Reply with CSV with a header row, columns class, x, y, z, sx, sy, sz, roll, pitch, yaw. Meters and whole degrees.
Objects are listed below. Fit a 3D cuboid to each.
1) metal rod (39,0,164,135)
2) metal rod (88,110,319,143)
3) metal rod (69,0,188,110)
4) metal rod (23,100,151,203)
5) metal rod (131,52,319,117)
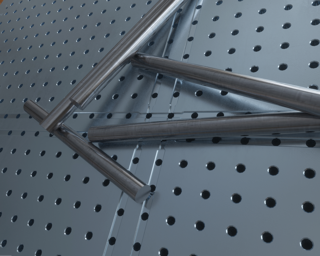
class,x,y,z,sx,sy,sz,roll,pitch,yaw
metal rod,-0.076,-0.109,0.495,0.025,0.025,0.300,29,72,37
metal rod,0.038,0.001,0.386,0.301,0.025,0.025,-4,60,25
metal rod,-0.027,-0.143,0.480,0.025,0.025,0.301,24,66,36
metal rod,-0.125,0.020,0.459,0.300,0.025,0.025,29,78,37
metal rod,0.067,-0.064,0.394,0.300,0.025,0.025,23,74,41
